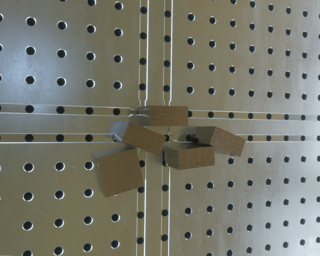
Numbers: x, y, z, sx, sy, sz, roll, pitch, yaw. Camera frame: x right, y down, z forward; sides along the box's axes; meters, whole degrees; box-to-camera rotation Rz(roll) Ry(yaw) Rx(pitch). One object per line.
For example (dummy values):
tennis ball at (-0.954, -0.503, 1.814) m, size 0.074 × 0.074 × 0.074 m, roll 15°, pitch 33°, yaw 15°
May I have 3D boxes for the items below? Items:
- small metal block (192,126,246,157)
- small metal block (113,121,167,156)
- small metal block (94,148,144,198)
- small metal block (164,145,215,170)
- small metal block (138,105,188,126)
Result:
small metal block at (0.081, 0.018, 0.431) m, size 0.050 × 0.050 × 0.025 m, roll 22°, pitch 83°, yaw -19°
small metal block at (-0.027, 0.013, 0.390) m, size 0.050 × 0.050 × 0.025 m, roll 23°, pitch 82°, yaw -19°
small metal block at (-0.052, 0.055, 0.394) m, size 0.050 × 0.025 × 0.050 m, roll -13°, pitch 95°, yaw -20°
small metal block at (0.038, 0.037, 0.415) m, size 0.050 × 0.050 × 0.025 m, roll -5°, pitch 92°, yaw -20°
small metal block at (0.003, -0.015, 0.401) m, size 0.050 × 0.050 × 0.025 m, roll 0°, pitch 90°, yaw -20°
